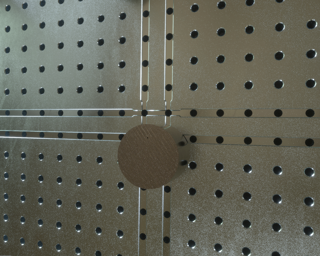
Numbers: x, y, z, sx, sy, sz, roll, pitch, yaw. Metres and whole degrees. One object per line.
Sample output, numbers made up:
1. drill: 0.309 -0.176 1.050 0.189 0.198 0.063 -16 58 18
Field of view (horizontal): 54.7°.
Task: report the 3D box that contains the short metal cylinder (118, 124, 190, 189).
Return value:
1. short metal cylinder: -0.007 0.035 0.401 0.080 0.050 0.079 0 90 19
